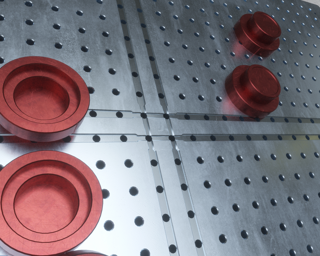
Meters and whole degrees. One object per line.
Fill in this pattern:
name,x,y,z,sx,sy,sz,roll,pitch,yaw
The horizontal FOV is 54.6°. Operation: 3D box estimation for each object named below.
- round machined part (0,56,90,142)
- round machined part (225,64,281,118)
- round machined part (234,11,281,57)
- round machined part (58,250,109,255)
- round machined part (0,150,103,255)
round machined part,-0.131,-0.028,0.343,0.099,0.042,0.098,13,56,-21
round machined part,0.164,-0.069,0.527,0.099,0.042,0.098,13,56,-21
round machined part,0.203,-0.195,0.624,0.099,0.042,0.098,13,56,-21
round machined part,-0.069,0.153,0.257,0.099,0.042,0.098,8,73,-27
round machined part,-0.107,0.074,0.292,0.099,0.042,0.098,14,53,-19
